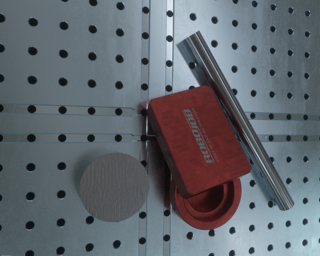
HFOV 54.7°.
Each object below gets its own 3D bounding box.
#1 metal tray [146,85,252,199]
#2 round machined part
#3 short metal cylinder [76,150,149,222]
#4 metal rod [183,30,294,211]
[{"bbox_3d":[0.047,0.014,0.400,0.091,0.030,0.130,-17,71,-19],"label":"metal tray"},{"bbox_3d":[0.058,0.085,0.425,0.099,0.042,0.097,0,90,-20],"label":"round machined part"},{"bbox_3d":[-0.059,0.068,0.378,0.081,0.050,0.080,0,90,-20],"label":"short metal cylinder"},{"bbox_3d":[0.121,-0.003,0.456,0.025,0.025,0.299,-35,102,-17],"label":"metal rod"}]
